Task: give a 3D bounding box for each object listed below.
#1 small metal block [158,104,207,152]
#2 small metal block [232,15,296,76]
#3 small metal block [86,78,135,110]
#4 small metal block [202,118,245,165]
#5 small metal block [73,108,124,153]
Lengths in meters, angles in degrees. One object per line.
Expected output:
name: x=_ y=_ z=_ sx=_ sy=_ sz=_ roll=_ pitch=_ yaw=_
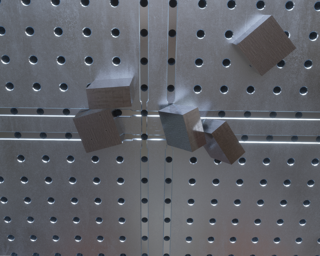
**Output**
small metal block: x=0.028 y=-0.001 z=0.397 sx=0.025 sy=0.050 sz=0.050 roll=-27 pitch=113 yaw=-29
small metal block: x=0.126 y=-0.100 z=0.377 sx=0.050 sy=0.025 sz=0.050 roll=-40 pitch=105 yaw=13
small metal block: x=-0.059 y=-0.044 z=0.384 sx=0.050 sy=0.050 sz=0.025 roll=-4 pitch=110 yaw=1
small metal block: x=0.075 y=0.016 z=0.403 sx=0.025 sy=0.050 sz=0.050 roll=-39 pitch=107 yaw=-13
small metal block: x=-0.080 y=0.000 z=0.413 sx=0.050 sy=0.025 sz=0.050 roll=-15 pitch=110 yaw=5
